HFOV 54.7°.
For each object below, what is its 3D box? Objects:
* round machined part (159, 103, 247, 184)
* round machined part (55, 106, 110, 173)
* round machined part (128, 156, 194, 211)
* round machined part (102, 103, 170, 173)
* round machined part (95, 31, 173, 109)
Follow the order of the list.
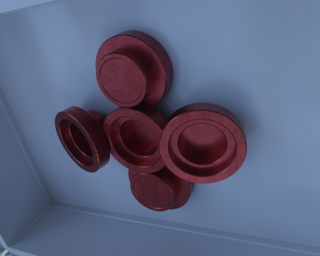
[{"bbox_3d":[0.050,0.014,0.367,0.098,0.042,0.097,4,118,7],"label":"round machined part"},{"bbox_3d":[-0.104,0.012,0.448,0.098,0.042,0.097,28,135,32],"label":"round machined part"},{"bbox_3d":[-0.004,0.081,0.448,0.098,0.042,0.097,13,124,21],"label":"round machined part"},{"bbox_3d":[-0.024,0.009,0.413,0.098,0.042,0.097,13,124,21],"label":"round machined part"},{"bbox_3d":[-0.038,-0.064,0.376,0.098,0.042,0.097,13,124,21],"label":"round machined part"}]
